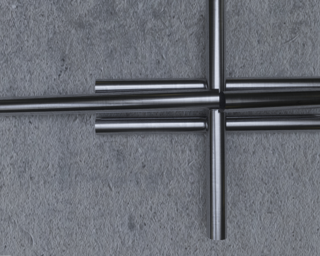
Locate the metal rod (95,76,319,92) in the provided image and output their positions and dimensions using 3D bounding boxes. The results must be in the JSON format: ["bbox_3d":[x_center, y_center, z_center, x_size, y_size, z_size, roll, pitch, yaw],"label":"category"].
[{"bbox_3d":[0.068,-0.055,0.411,0.302,0.025,0.025,-1,90,-1],"label":"metal rod"}]

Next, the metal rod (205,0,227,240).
[{"bbox_3d":[0.070,-0.013,0.387,0.025,0.025,0.298,0,90,-1],"label":"metal rod"}]

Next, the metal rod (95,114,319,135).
[{"bbox_3d":[0.068,-0.005,0.411,0.302,0.025,0.025,-1,90,-1],"label":"metal rod"}]

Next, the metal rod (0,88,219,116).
[{"bbox_3d":[-0.080,-0.031,0.385,0.302,0.025,0.025,-1,90,9],"label":"metal rod"}]

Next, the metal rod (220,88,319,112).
[{"bbox_3d":[0.220,-0.038,0.389,0.302,0.025,0.025,-3,90,-11],"label":"metal rod"}]
